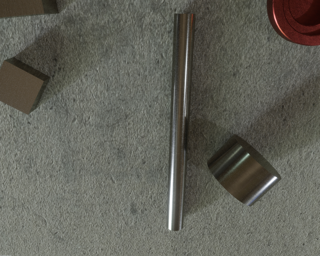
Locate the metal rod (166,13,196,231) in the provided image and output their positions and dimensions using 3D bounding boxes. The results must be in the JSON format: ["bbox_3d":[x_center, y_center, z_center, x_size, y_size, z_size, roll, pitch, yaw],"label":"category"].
[{"bbox_3d":[0.026,0.006,0.412,0.025,0.025,0.298,1,110,-1],"label":"metal rod"}]

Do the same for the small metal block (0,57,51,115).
[{"bbox_3d":[-0.175,-0.053,0.388,0.050,0.025,0.050,29,107,-11],"label":"small metal block"}]

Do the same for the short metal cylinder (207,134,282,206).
[{"bbox_3d":[0.108,0.054,0.402,0.080,0.080,0.050,38,106,-13],"label":"short metal cylinder"}]

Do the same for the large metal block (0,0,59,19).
[{"bbox_3d":[-0.165,-0.162,0.334,0.080,0.050,0.079,-5,110,1],"label":"large metal block"}]

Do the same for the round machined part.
[{"bbox_3d":[0.170,-0.145,0.350,0.099,0.042,0.097,0,110,-1],"label":"round machined part"}]
